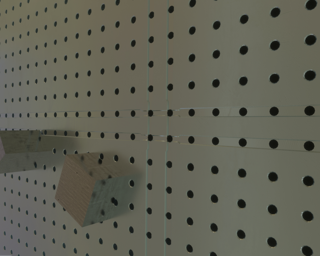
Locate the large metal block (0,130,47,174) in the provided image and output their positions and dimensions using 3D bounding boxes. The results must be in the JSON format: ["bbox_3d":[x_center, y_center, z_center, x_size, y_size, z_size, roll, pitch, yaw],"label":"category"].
[{"bbox_3d":[-0.285,0.047,0.611,0.080,0.081,0.050,-41,65,33],"label":"large metal block"}]

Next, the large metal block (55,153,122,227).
[{"bbox_3d":[-0.115,0.094,0.489,0.080,0.050,0.080,30,109,36],"label":"large metal block"}]
